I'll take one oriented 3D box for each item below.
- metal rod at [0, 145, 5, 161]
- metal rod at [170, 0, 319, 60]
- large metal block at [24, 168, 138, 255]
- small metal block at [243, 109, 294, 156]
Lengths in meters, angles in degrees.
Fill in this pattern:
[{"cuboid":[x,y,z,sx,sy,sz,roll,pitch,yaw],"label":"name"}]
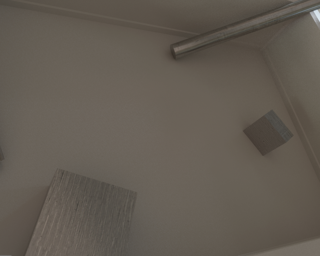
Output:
[{"cuboid":[-0.202,-0.109,0.280,0.025,0.025,0.298,-20,99,-36],"label":"metal rod"},{"cuboid":[0.161,-0.174,0.514,0.302,0.025,0.025,-21,71,-7],"label":"metal rod"},{"cuboid":[-0.074,0.094,0.293,0.080,0.050,0.080,21,54,-16],"label":"large metal block"},{"cuboid":[0.166,0.008,0.477,0.025,0.050,0.050,-30,78,-38],"label":"small metal block"}]
